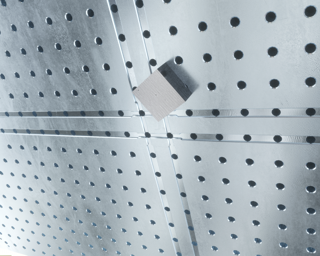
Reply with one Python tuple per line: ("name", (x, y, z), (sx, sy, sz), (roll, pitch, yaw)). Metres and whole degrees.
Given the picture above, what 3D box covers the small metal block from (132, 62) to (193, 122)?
("small metal block", (0.002, -0.043, 0.382), (0.050, 0.025, 0.050), (48, 128, -7))
